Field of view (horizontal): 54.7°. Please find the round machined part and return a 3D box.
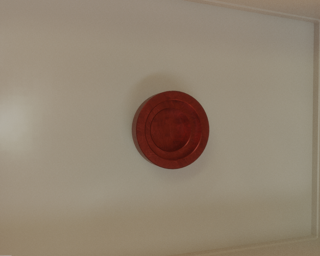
[{"bbox_3d":[0.011,0.002,0.403,0.099,0.042,0.097,0,90,-21],"label":"round machined part"}]
